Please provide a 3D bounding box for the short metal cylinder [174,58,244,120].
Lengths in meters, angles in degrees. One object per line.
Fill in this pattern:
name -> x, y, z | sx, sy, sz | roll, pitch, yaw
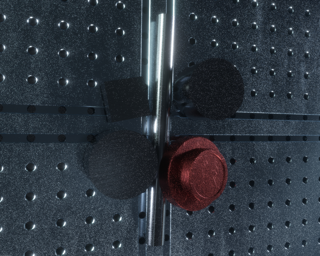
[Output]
short metal cylinder -> 0.065, -0.050, 0.419 | 0.081, 0.050, 0.079 | 0, 90, -20

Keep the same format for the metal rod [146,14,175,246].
metal rod -> 0.001, 0.002, 0.409 | 0.025, 0.025, 0.298 | 3, 89, -20

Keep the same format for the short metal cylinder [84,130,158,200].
short metal cylinder -> -0.049, 0.042, 0.377 | 0.081, 0.050, 0.079 | 0, 90, -20

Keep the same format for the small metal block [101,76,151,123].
small metal block -> -0.044, -0.036, 0.392 | 0.050, 0.025, 0.050 | -12, 94, -20

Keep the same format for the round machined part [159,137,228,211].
round machined part -> 0.051, 0.060, 0.405 | 0.099, 0.042, 0.097 | 0, 89, -36
